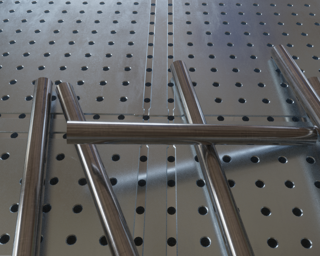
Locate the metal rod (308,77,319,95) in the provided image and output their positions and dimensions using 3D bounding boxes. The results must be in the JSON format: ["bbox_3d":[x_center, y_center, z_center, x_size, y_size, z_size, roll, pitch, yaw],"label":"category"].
[{"bbox_3d":[0.222,0.047,0.369,0.025,0.025,0.300,2,50,1],"label":"metal rod"}]

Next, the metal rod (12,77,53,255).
[{"bbox_3d":[-0.148,0.047,0.367,0.025,0.025,0.300,-7,50,-6],"label":"metal rod"}]

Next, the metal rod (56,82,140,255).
[{"bbox_3d":[-0.079,0.047,0.367,0.025,0.025,0.300,-19,53,-15],"label":"metal rod"}]

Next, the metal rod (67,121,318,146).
[{"bbox_3d":[0.048,0.008,0.365,0.302,0.025,0.025,1,49,-14],"label":"metal rod"}]

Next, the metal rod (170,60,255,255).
[{"bbox_3d":[0.054,0.016,0.394,0.025,0.025,0.300,-8,50,-6],"label":"metal rod"}]

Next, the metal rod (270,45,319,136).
[{"bbox_3d":[0.205,-0.024,0.408,0.025,0.025,0.300,-2,44,-2],"label":"metal rod"}]
